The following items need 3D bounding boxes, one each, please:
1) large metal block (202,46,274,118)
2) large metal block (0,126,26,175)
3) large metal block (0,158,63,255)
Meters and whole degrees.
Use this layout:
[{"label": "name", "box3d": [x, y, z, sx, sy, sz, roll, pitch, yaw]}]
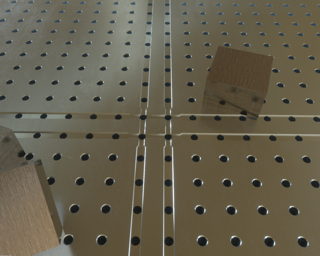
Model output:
[{"label": "large metal block", "box3d": [0.113, -0.068, 0.450, 0.080, 0.050, 0.080, 15, 51, 12]}, {"label": "large metal block", "box3d": [-0.223, 0.035, 0.359, 0.080, 0.050, 0.080, 17, 52, 13]}, {"label": "large metal block", "box3d": [-0.146, 0.081, 0.295, 0.081, 0.050, 0.080, -17, 94, -14]}]
